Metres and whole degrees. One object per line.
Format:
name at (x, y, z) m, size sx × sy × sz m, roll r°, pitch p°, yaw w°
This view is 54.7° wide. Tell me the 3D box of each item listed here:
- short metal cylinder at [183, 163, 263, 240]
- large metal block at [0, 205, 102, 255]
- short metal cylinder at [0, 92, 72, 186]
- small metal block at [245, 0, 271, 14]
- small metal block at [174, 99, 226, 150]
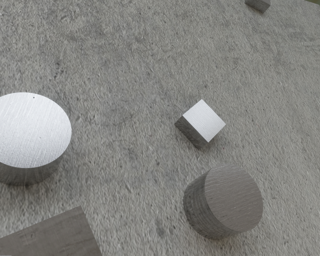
short metal cylinder at (0.075, 0.089, 0.374) m, size 0.081 × 0.050 × 0.080 m, roll 14°, pitch 56°, yaw -21°
large metal block at (-0.100, 0.111, 0.247) m, size 0.081 × 0.080 × 0.050 m, roll -17°, pitch 71°, yaw -35°
short metal cylinder at (-0.134, 0.012, 0.308) m, size 0.081 × 0.050 × 0.080 m, roll 14°, pitch 56°, yaw -21°
small metal block at (0.222, -0.295, 0.703) m, size 0.050 × 0.025 × 0.050 m, roll 22°, pitch 54°, yaw -15°
small metal block at (0.057, -0.005, 0.438) m, size 0.050 × 0.025 × 0.050 m, roll 47°, pitch 51°, yaw 4°
